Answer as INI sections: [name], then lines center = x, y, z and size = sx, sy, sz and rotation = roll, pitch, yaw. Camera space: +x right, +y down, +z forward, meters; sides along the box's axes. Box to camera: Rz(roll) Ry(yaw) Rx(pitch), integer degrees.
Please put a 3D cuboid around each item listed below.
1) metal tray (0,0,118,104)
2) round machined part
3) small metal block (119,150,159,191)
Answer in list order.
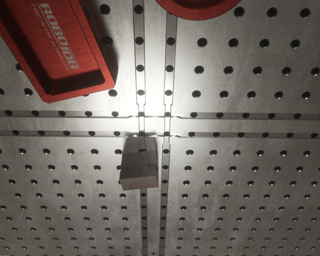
[metal tray]
center = -0.109, -0.093, 0.327
size = 0.090, 0.030, 0.129
rotation = -12, 130, 9
[round machined part]
center = 0.034, -0.150, 0.273
size = 0.099, 0.042, 0.097
rotation = -1, 130, 0
[small metal block]
center = -0.029, 0.060, 0.446
size = 0.050, 0.050, 0.025
rotation = -7, 130, 5
